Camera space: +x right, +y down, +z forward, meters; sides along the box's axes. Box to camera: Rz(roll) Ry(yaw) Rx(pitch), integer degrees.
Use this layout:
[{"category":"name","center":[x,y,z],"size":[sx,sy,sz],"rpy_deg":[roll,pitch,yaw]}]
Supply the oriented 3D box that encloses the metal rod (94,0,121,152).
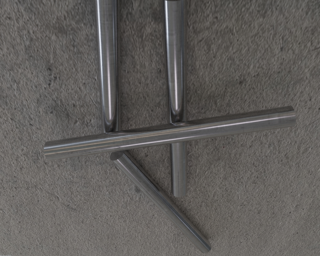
[{"category":"metal rod","center":[-0.055,-0.089,0.330],"size":[0.025,0.025,0.298],"rpy_deg":[3,130,-3]}]

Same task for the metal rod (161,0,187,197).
[{"category":"metal rod","center":[0.022,-0.013,0.395],"size":[0.025,0.025,0.298],"rpy_deg":[-3,130,2]}]

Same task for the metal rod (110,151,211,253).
[{"category":"metal rod","center":[0.014,0.135,0.521],"size":[0.025,0.025,0.300],"rpy_deg":[-24,127,19]}]

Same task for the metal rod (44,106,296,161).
[{"category":"metal rod","center":[0.006,0.008,0.379],"size":[0.301,0.025,0.025],"rpy_deg":[-8,130,6]}]
